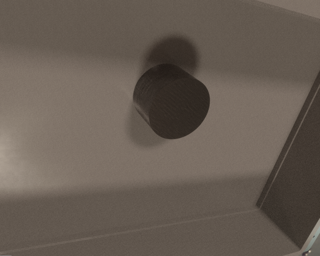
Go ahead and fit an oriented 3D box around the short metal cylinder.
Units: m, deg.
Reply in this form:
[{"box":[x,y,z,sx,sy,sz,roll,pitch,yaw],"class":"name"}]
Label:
[{"box":[0.014,-0.033,0.381,0.081,0.050,0.079,-14,125,-21],"class":"short metal cylinder"}]
